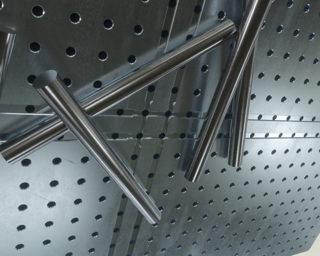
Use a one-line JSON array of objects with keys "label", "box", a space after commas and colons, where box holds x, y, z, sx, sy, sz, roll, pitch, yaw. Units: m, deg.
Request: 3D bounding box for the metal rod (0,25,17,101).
[{"label": "metal rod", "box": [-0.200, 0.039, 0.326, 0.025, 0.025, 0.298, 11, 113, -34]}]

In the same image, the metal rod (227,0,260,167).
[{"label": "metal rod", "box": [0.118, -0.067, 0.435, 0.025, 0.025, 0.298, -17, 125, -19]}]

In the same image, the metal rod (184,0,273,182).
[{"label": "metal rod", "box": [0.086, -0.047, 0.413, 0.025, 0.025, 0.298, -2, 125, -28]}]

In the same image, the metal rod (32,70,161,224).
[{"label": "metal rod", "box": [-0.057, 0.048, 0.389, 0.025, 0.025, 0.299, -34, 136, -6]}]

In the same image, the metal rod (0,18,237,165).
[{"label": "metal rod", "box": [-0.040, -0.047, 0.360, 0.301, 0.025, 0.025, -31, 129, -9]}]
